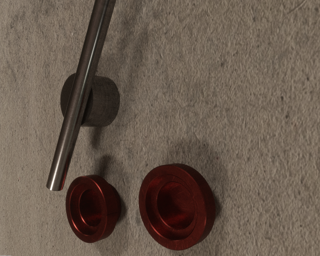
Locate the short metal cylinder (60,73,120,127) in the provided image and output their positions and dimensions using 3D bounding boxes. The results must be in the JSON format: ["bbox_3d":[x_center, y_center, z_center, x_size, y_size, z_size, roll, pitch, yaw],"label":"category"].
[{"bbox_3d":[-0.108,-0.042,0.475,0.080,0.050,0.079,0,90,39],"label":"short metal cylinder"}]

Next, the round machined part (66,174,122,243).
[{"bbox_3d":[-0.097,0.120,0.471,0.098,0.042,0.097,0,90,39],"label":"round machined part"}]

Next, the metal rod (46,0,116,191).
[{"bbox_3d":[-0.110,-0.047,0.428,0.025,0.025,0.298,31,109,35],"label":"metal rod"}]

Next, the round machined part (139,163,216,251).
[{"bbox_3d":[0.024,0.091,0.372,0.098,0.042,0.097,0,90,39],"label":"round machined part"}]
